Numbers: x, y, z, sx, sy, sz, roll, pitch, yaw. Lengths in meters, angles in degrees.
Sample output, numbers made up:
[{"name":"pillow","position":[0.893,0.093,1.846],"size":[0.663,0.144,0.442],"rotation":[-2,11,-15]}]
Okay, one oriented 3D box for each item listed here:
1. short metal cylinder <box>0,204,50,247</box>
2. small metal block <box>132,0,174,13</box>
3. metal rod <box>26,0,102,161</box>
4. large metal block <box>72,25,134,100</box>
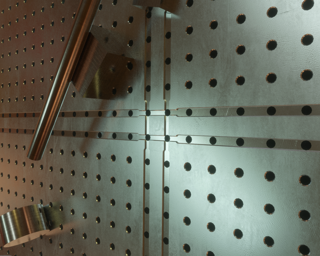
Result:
[{"name":"short metal cylinder","position":[-0.255,0.182,0.580],"size":[0.080,0.081,0.050],"rotation":[-36,68,34]},{"name":"small metal block","position":[-0.005,-0.184,0.412],"size":[0.050,0.025,0.050],"rotation":[22,104,37]},{"name":"metal rod","position":[-0.143,-0.076,0.459],"size":[0.025,0.025,0.298],"rotation":[42,115,32]},{"name":"large metal block","position":[-0.098,-0.101,0.472],"size":[0.080,0.050,0.080],"rotation":[51,120,27]}]
